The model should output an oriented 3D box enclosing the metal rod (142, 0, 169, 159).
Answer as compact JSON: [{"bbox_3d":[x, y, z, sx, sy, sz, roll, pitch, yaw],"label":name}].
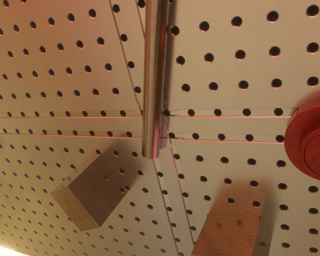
[{"bbox_3d":[-0.006,-0.088,0.359,0.025,0.025,0.298,16,125,19],"label":"metal rod"}]

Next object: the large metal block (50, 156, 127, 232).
[{"bbox_3d":[-0.113,0.105,0.500,0.050,0.080,0.080,-25,105,37],"label":"large metal block"}]

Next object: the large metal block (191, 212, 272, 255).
[{"bbox_3d":[0.100,0.162,0.424,0.080,0.080,0.050,-11,113,32],"label":"large metal block"}]

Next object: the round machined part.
[{"bbox_3d":[0.180,0.018,0.317,0.098,0.042,0.097,13,124,21],"label":"round machined part"}]
